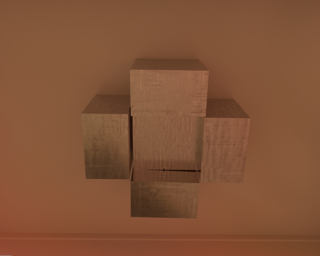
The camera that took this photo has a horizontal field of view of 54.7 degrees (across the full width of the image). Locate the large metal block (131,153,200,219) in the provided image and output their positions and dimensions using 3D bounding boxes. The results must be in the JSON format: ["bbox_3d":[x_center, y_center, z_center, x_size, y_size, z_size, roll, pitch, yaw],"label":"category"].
[{"bbox_3d":[0.005,0.072,0.407,0.081,0.080,0.050,2,110,-1],"label":"large metal block"}]

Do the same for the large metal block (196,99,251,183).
[{"bbox_3d":[0.073,0.013,0.386,0.050,0.080,0.079,1,110,0],"label":"large metal block"}]

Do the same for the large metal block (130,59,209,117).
[{"bbox_3d":[0.009,-0.050,0.362,0.081,0.080,0.050,1,110,-1],"label":"large metal block"}]

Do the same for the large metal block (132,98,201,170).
[{"bbox_3d":[0.008,0.006,0.398,0.081,0.050,0.079,1,110,-1],"label":"large metal block"}]

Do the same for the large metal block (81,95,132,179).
[{"bbox_3d":[-0.060,0.008,0.383,0.050,0.080,0.079,1,110,0],"label":"large metal block"}]
